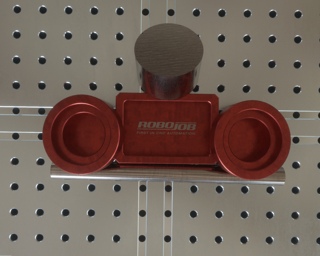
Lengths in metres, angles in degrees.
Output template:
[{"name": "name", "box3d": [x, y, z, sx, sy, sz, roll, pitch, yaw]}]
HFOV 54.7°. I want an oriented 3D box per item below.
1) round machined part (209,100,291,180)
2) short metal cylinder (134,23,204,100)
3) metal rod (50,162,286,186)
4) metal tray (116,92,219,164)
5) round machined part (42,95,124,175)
[{"name": "round machined part", "box3d": [0.111, 0.015, 0.397, 0.099, 0.042, 0.097, 0, 88, -8]}, {"name": "short metal cylinder", "box3d": [0.010, -0.081, 0.382, 0.081, 0.050, 0.080, 0, 64, 0]}, {"name": "metal rod", "box3d": [0.011, 0.059, 0.409, 0.302, 0.025, 0.025, 2, 90, 0]}, {"name": "metal tray", "box3d": [0.009, 0.000, 0.406, 0.131, 0.030, 0.089, 1, 91, -1]}, {"name": "round machined part", "box3d": [-0.094, 0.009, 0.395, 0.099, 0.042, 0.097, 0, 87, 8]}]
